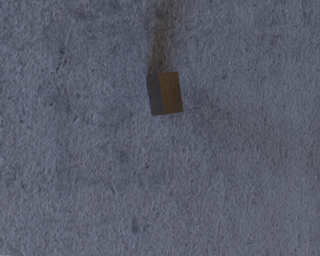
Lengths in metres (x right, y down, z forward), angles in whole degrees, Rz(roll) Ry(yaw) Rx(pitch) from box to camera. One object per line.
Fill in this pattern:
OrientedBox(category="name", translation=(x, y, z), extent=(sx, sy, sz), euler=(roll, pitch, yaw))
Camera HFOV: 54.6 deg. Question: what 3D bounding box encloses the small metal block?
OrientedBox(category="small metal block", translation=(0.005, -0.043, 0.397), extent=(0.025, 0.050, 0.050), euler=(-10, 94, -20))
